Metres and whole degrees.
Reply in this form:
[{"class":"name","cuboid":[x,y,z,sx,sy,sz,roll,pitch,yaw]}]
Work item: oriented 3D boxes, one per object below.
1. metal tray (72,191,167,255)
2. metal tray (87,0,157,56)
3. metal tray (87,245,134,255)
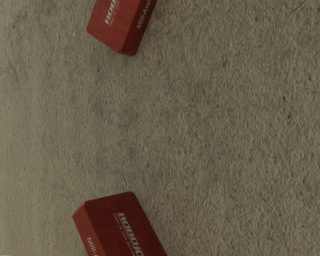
[{"class":"metal tray","cuboid":[-0.046,0.151,0.400,0.030,0.091,0.130,-47,62,30]},{"class":"metal tray","cuboid":[-0.050,-0.181,0.443,0.090,0.030,0.129,38,113,33]},{"class":"metal tray","cuboid":[-0.084,0.238,0.470,0.130,0.030,0.090,-29,72,36]}]
